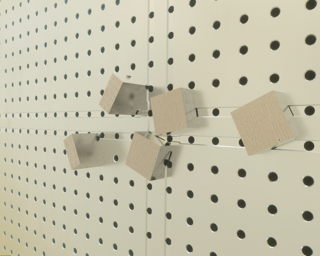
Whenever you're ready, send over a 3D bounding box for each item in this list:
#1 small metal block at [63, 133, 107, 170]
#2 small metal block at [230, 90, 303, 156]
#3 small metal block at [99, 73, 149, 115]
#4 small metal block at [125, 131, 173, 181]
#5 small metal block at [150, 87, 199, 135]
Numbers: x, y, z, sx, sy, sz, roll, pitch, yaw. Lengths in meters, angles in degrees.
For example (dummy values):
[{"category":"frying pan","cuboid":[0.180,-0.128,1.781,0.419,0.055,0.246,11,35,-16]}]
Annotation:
[{"category":"small metal block","cuboid":[-0.119,0.036,0.493,0.025,0.050,0.050,-32,70,35]},{"category":"small metal block","cuboid":[0.109,-0.004,0.320,0.050,0.025,0.050,-31,71,36]},{"category":"small metal block","cuboid":[-0.051,-0.046,0.436,0.025,0.050,0.050,42,116,32]},{"category":"small metal block","cuboid":[-0.016,0.037,0.424,0.050,0.025,0.050,27,107,36]},{"category":"small metal block","cuboid":[0.018,-0.020,0.396,0.050,0.025,0.050,-15,81,39]}]
